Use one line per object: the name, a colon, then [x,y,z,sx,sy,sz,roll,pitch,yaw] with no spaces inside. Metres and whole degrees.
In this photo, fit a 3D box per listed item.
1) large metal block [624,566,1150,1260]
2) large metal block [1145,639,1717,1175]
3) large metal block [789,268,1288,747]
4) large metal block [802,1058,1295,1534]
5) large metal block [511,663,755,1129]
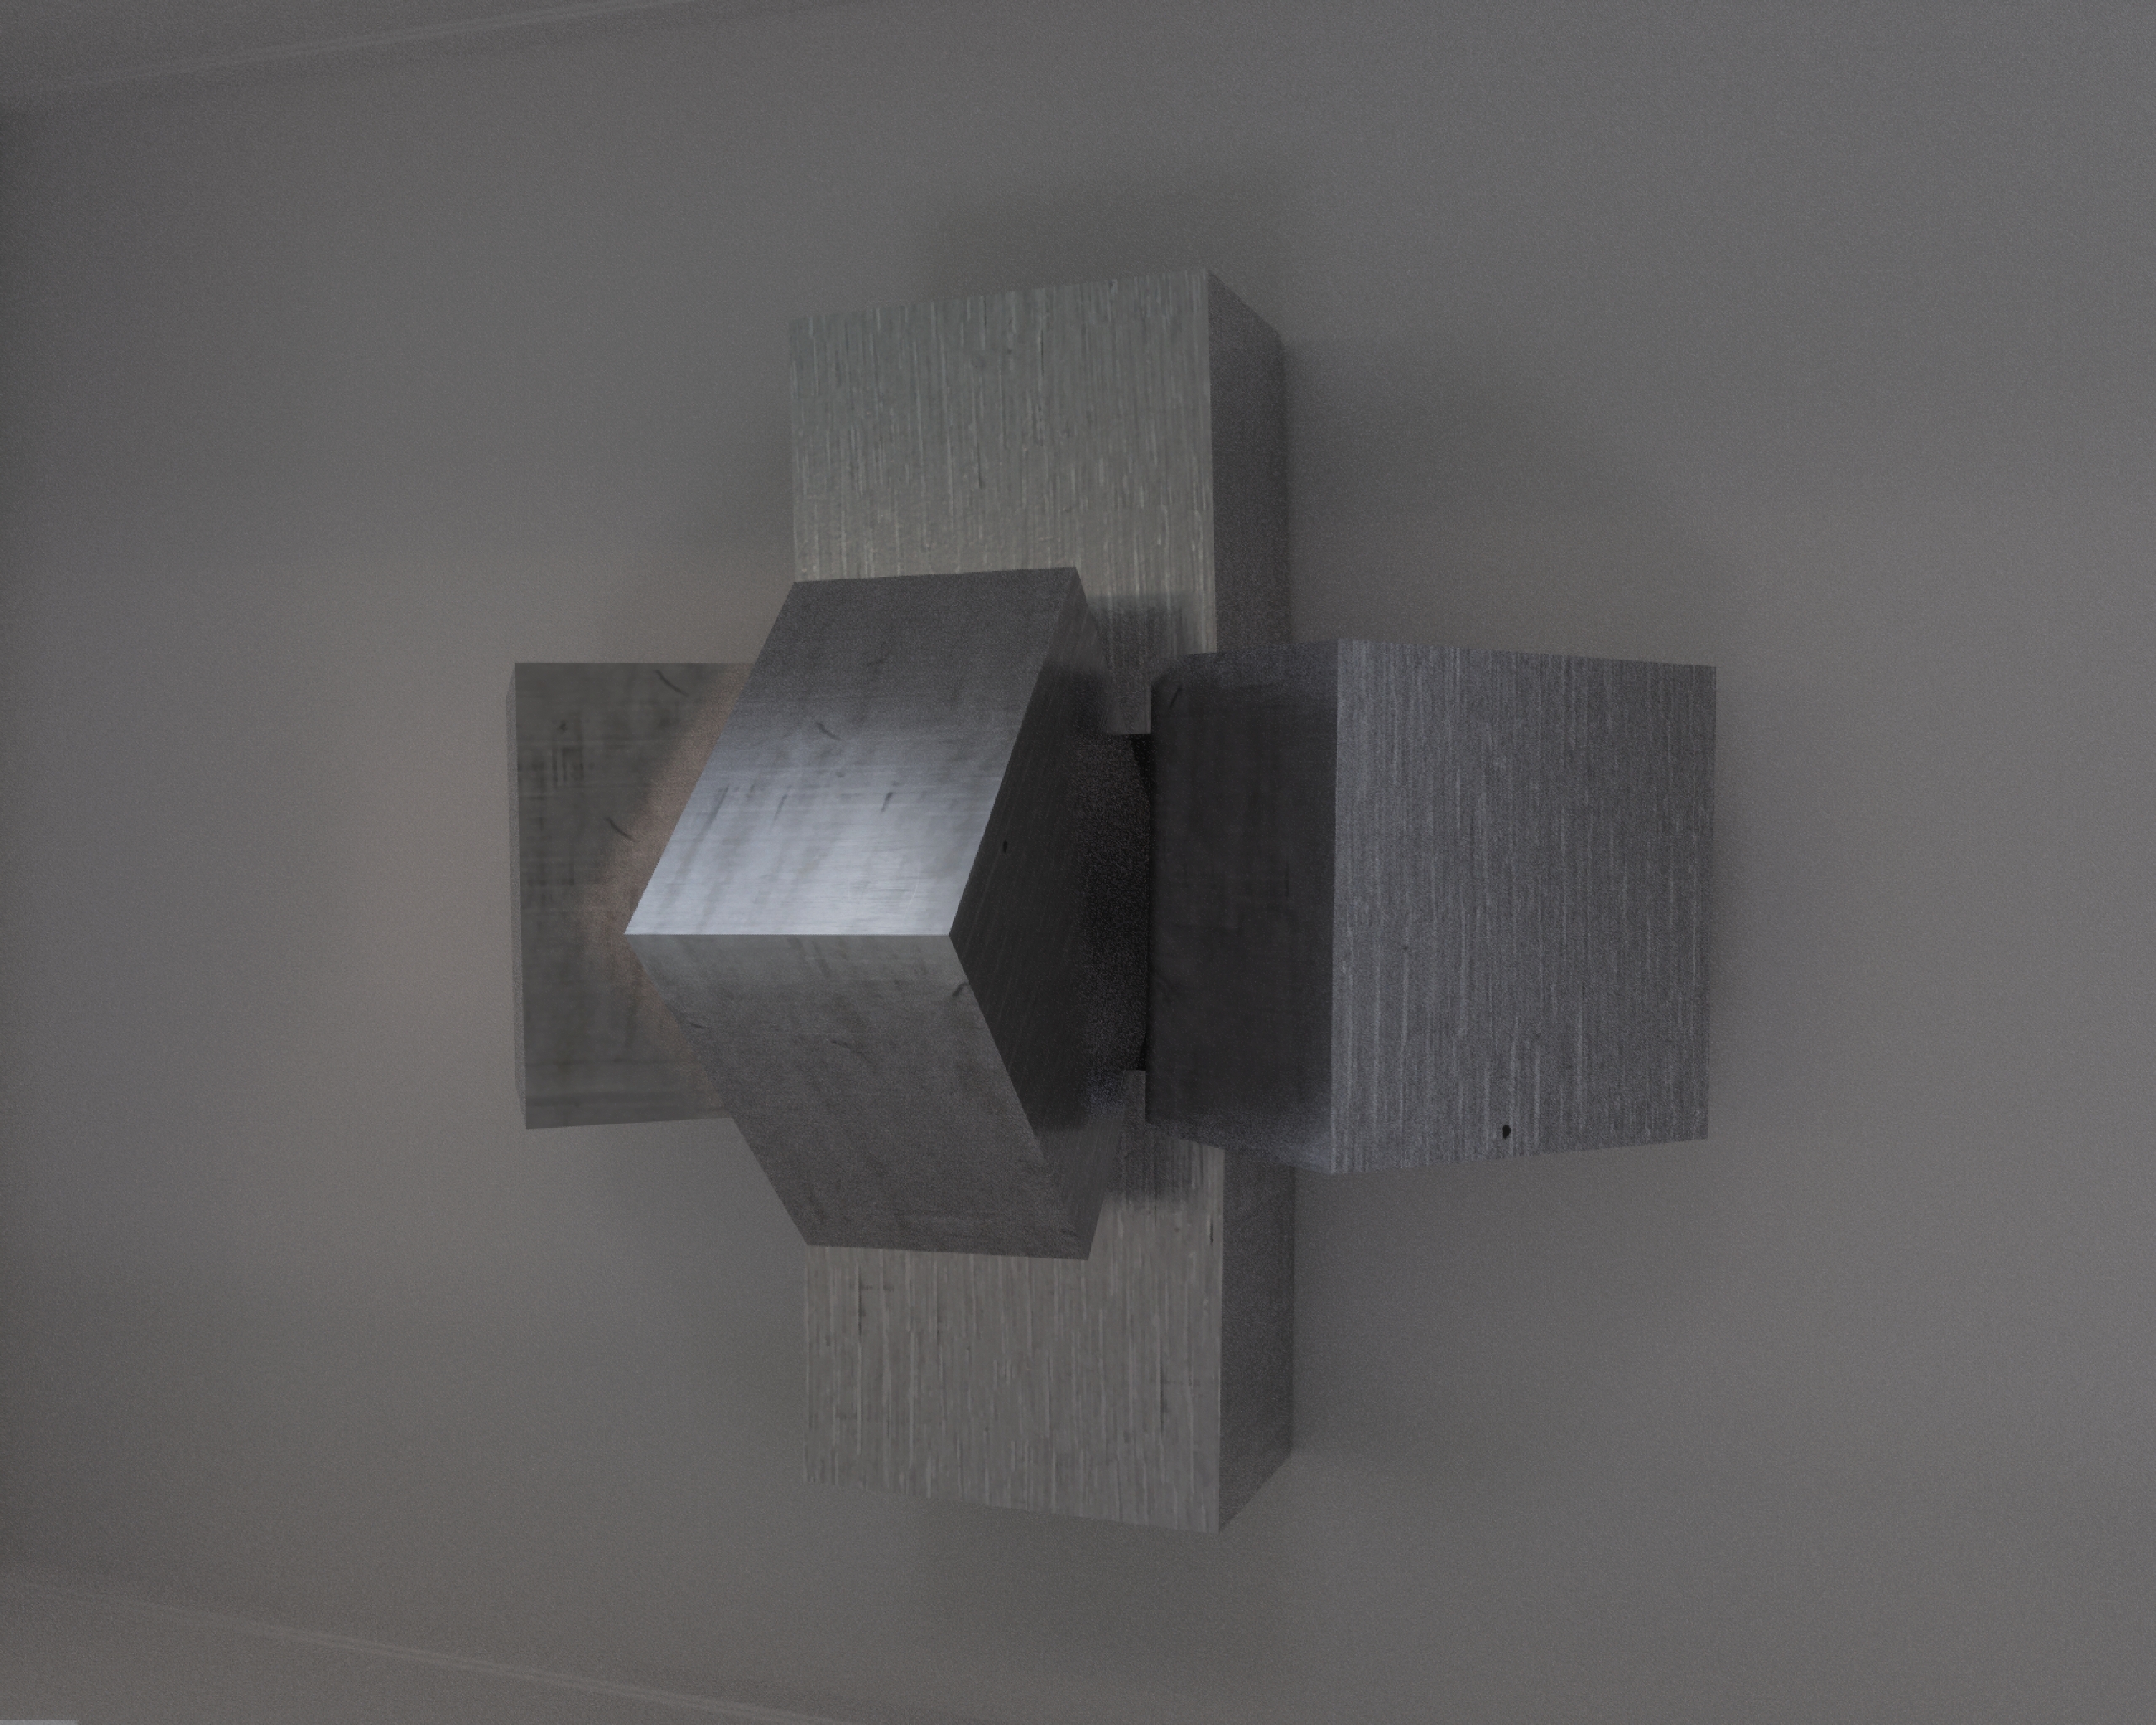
large metal block: [-0.023,0.009,0.346,0.050,0.080,0.080,-1,46,19]
large metal block: [0.059,0.006,0.351,0.050,0.081,0.079,2,92,58]
large metal block: [-0.006,-0.062,0.395,0.080,0.050,0.080,-2,90,20]
large metal block: [-0.004,0.076,0.397,0.080,0.050,0.080,1,90,20]
large metal block: [-0.082,0.005,0.401,0.050,0.080,0.080,-1,90,-16]
